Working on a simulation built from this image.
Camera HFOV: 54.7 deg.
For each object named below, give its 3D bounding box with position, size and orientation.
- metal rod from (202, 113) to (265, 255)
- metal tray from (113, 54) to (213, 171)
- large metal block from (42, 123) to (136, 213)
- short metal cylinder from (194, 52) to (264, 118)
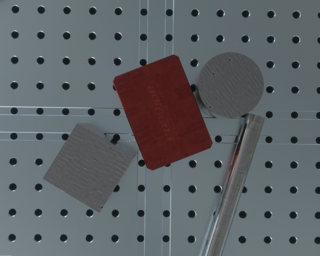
[{"bbox_3d":[0.083,0.126,0.414,0.025,0.025,0.298,17,90,-1],"label":"metal rod"},{"bbox_3d":[0.004,-0.020,0.411,0.090,0.030,0.129,-21,90,-1],"label":"metal tray"},{"bbox_3d":[-0.087,0.048,0.400,0.080,0.050,0.080,32,90,-1],"label":"large metal block"},{"bbox_3d":[0.086,-0.053,0.402,0.081,0.050,0.079,0,90,-1],"label":"short metal cylinder"}]
